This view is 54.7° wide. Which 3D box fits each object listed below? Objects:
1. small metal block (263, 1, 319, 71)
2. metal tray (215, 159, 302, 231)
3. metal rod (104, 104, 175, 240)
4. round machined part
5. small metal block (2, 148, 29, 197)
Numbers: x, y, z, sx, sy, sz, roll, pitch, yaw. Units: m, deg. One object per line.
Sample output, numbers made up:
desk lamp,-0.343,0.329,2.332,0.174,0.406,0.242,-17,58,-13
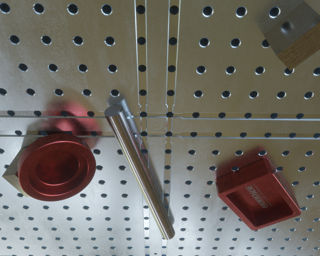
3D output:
small metal block,0.140,-0.094,0.316,0.025,0.050,0.050,35,122,-26
metal tray,0.162,0.113,0.505,0.090,0.030,0.130,-29,125,22
metal rod,-0.021,0.088,0.485,0.025,0.025,0.299,-11,130,9
round machined part,-0.141,0.049,0.425,0.099,0.042,0.097,-15,125,-22
small metal block,-0.187,0.063,0.445,0.025,0.050,0.050,-10,131,25
